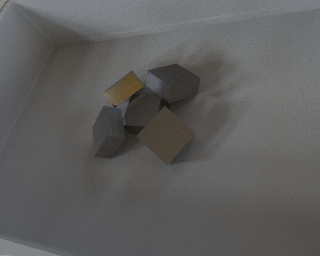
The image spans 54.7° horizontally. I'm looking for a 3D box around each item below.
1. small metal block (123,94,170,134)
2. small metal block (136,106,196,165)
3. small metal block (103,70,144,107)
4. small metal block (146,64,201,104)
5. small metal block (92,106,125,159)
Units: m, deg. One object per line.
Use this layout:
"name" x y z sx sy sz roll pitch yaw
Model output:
"small metal block" -0.019 -0.019 0.424 0.050 0.025 0.050 2 62 29
"small metal block" 0.007 0.010 0.379 0.050 0.025 0.050 42 84 4
"small metal block" -0.052 -0.058 0.450 0.050 0.025 0.050 -37 14 4
"small metal block" 0.017 -0.061 0.416 0.050 0.025 0.050 -20 43 -32
"small metal block" -0.071 0.006 0.422 0.050 0.025 0.050 -53 39 42
